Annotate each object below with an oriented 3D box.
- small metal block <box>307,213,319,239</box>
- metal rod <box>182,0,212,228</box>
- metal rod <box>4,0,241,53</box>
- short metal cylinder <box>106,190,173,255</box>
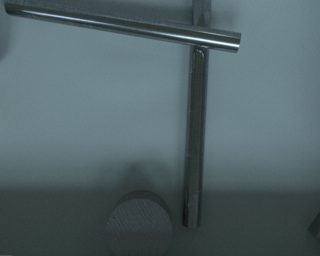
[{"bbox_3d":[0.238,0.134,0.413,0.050,0.025,0.050,35,93,0],"label":"small metal block"},{"bbox_3d":[0.049,-0.020,0.412,0.025,0.025,0.298,3,90,-1],"label":"metal rod"},{"bbox_3d":[-0.050,-0.133,0.395,0.302,0.025,0.025,11,90,5],"label":"metal rod"},{"bbox_3d":[-0.025,0.125,0.399,0.081,0.050,0.079,0,90,-1],"label":"short metal cylinder"}]
